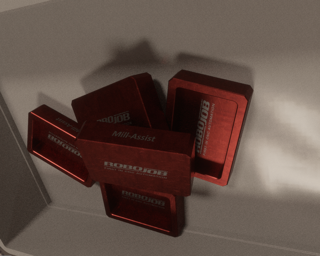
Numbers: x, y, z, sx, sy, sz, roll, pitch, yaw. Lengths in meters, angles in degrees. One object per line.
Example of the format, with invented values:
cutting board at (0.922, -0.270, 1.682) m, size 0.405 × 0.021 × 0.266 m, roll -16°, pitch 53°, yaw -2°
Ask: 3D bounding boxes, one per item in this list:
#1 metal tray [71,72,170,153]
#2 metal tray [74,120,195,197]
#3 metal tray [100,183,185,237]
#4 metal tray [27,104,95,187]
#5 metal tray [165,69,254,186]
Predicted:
metal tray at (-0.054, -0.010, 0.402) m, size 0.130 × 0.030 × 0.090 m, roll -13°, pitch 98°, yaw 41°
metal tray at (-0.026, 0.038, 0.370) m, size 0.131 × 0.030 × 0.090 m, roll 7°, pitch 141°, yaw 11°
metal tray at (-0.028, 0.115, 0.489) m, size 0.130 × 0.030 × 0.089 m, roll 9°, pitch 123°, yaw 23°
metal tray at (-0.151, 0.030, 0.500) m, size 0.130 × 0.030 × 0.089 m, roll 28°, pitch 128°, yaw 9°
metal tray at (0.053, 0.002, 0.377) m, size 0.090 × 0.030 × 0.129 m, roll 17°, pitch 125°, yaw 18°
